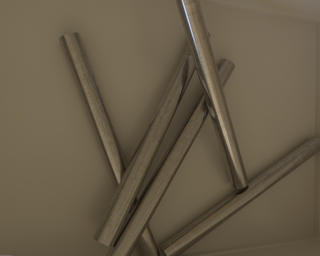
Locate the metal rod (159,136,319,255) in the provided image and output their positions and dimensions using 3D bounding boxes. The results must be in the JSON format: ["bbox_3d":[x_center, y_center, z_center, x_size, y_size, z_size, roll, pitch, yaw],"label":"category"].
[{"bbox_3d":[0.131,0.096,0.458,0.302,0.025,0.025,-30,100,-18],"label":"metal rod"}]

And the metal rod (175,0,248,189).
[{"bbox_3d":[0.068,-0.046,0.394,0.025,0.025,0.299,-29,115,-18],"label":"metal rod"}]

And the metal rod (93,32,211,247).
[{"bbox_3d":[-0.003,-0.001,0.391,0.025,0.025,0.300,30,73,-18],"label":"metal rod"}]

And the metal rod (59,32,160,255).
[{"bbox_3d":[-0.060,0.030,0.388,0.025,0.025,0.298,-21,97,-19],"label":"metal rod"}]

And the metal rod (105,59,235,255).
[{"bbox_3d":[0.022,0.031,0.401,0.025,0.025,0.300,36,72,-17],"label":"metal rod"}]
